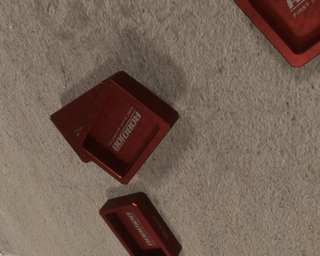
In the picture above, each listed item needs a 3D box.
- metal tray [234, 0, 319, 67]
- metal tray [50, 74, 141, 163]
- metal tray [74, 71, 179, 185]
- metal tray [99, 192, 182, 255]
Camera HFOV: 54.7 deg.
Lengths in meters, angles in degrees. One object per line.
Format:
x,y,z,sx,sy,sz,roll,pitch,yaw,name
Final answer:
0.139,-0.124,0.253,0.090,0.030,0.129,46,129,-5,metal tray
-0.088,-0.008,0.443,0.130,0.030,0.090,-24,106,36,metal tray
-0.047,0.005,0.389,0.090,0.030,0.129,38,129,2,metal tray
-0.033,0.174,0.526,0.090,0.030,0.130,-22,107,35,metal tray
